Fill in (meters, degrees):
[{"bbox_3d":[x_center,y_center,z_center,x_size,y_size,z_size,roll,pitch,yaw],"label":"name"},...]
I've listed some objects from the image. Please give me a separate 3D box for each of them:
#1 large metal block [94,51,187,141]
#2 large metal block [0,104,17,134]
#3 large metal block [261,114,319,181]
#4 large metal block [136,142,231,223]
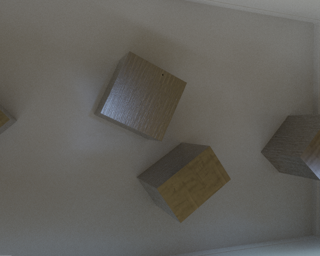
[{"bbox_3d":[-0.025,-0.037,0.389,0.080,0.050,0.080,26,81,-19],"label":"large metal block"},{"bbox_3d":[-0.197,0.000,0.308,0.080,0.080,0.050,-44,104,-15],"label":"large metal block"},{"bbox_3d":[0.214,0.026,0.463,0.050,0.080,0.080,45,76,-15],"label":"large metal block"},{"bbox_3d":[0.027,0.064,0.393,0.080,0.080,0.050,-37,102,-17],"label":"large metal block"}]
